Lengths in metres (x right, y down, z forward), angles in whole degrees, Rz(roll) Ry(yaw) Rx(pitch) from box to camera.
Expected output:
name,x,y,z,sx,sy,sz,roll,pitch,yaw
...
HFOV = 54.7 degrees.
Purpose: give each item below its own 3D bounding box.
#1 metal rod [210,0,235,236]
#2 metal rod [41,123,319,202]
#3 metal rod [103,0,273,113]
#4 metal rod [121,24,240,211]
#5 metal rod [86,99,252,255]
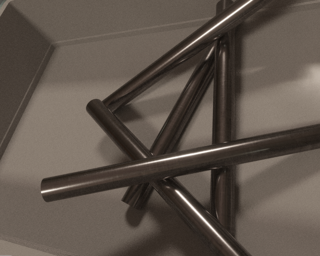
name,x,y,z,sx,sy,sz,roll,pitch,yaw
metal rod,0.076,-0.031,0.367,0.025,0.025,0.299,-5,64,25
metal rod,0.031,0.034,0.315,0.302,0.025,0.025,-11,55,1
metal rod,0.034,-0.102,0.402,0.299,0.025,0.025,-32,50,25
metal rod,0.036,-0.034,0.406,0.025,0.025,0.300,18,71,35
metal rod,-0.005,0.050,0.343,0.025,0.025,0.300,-45,52,-3
